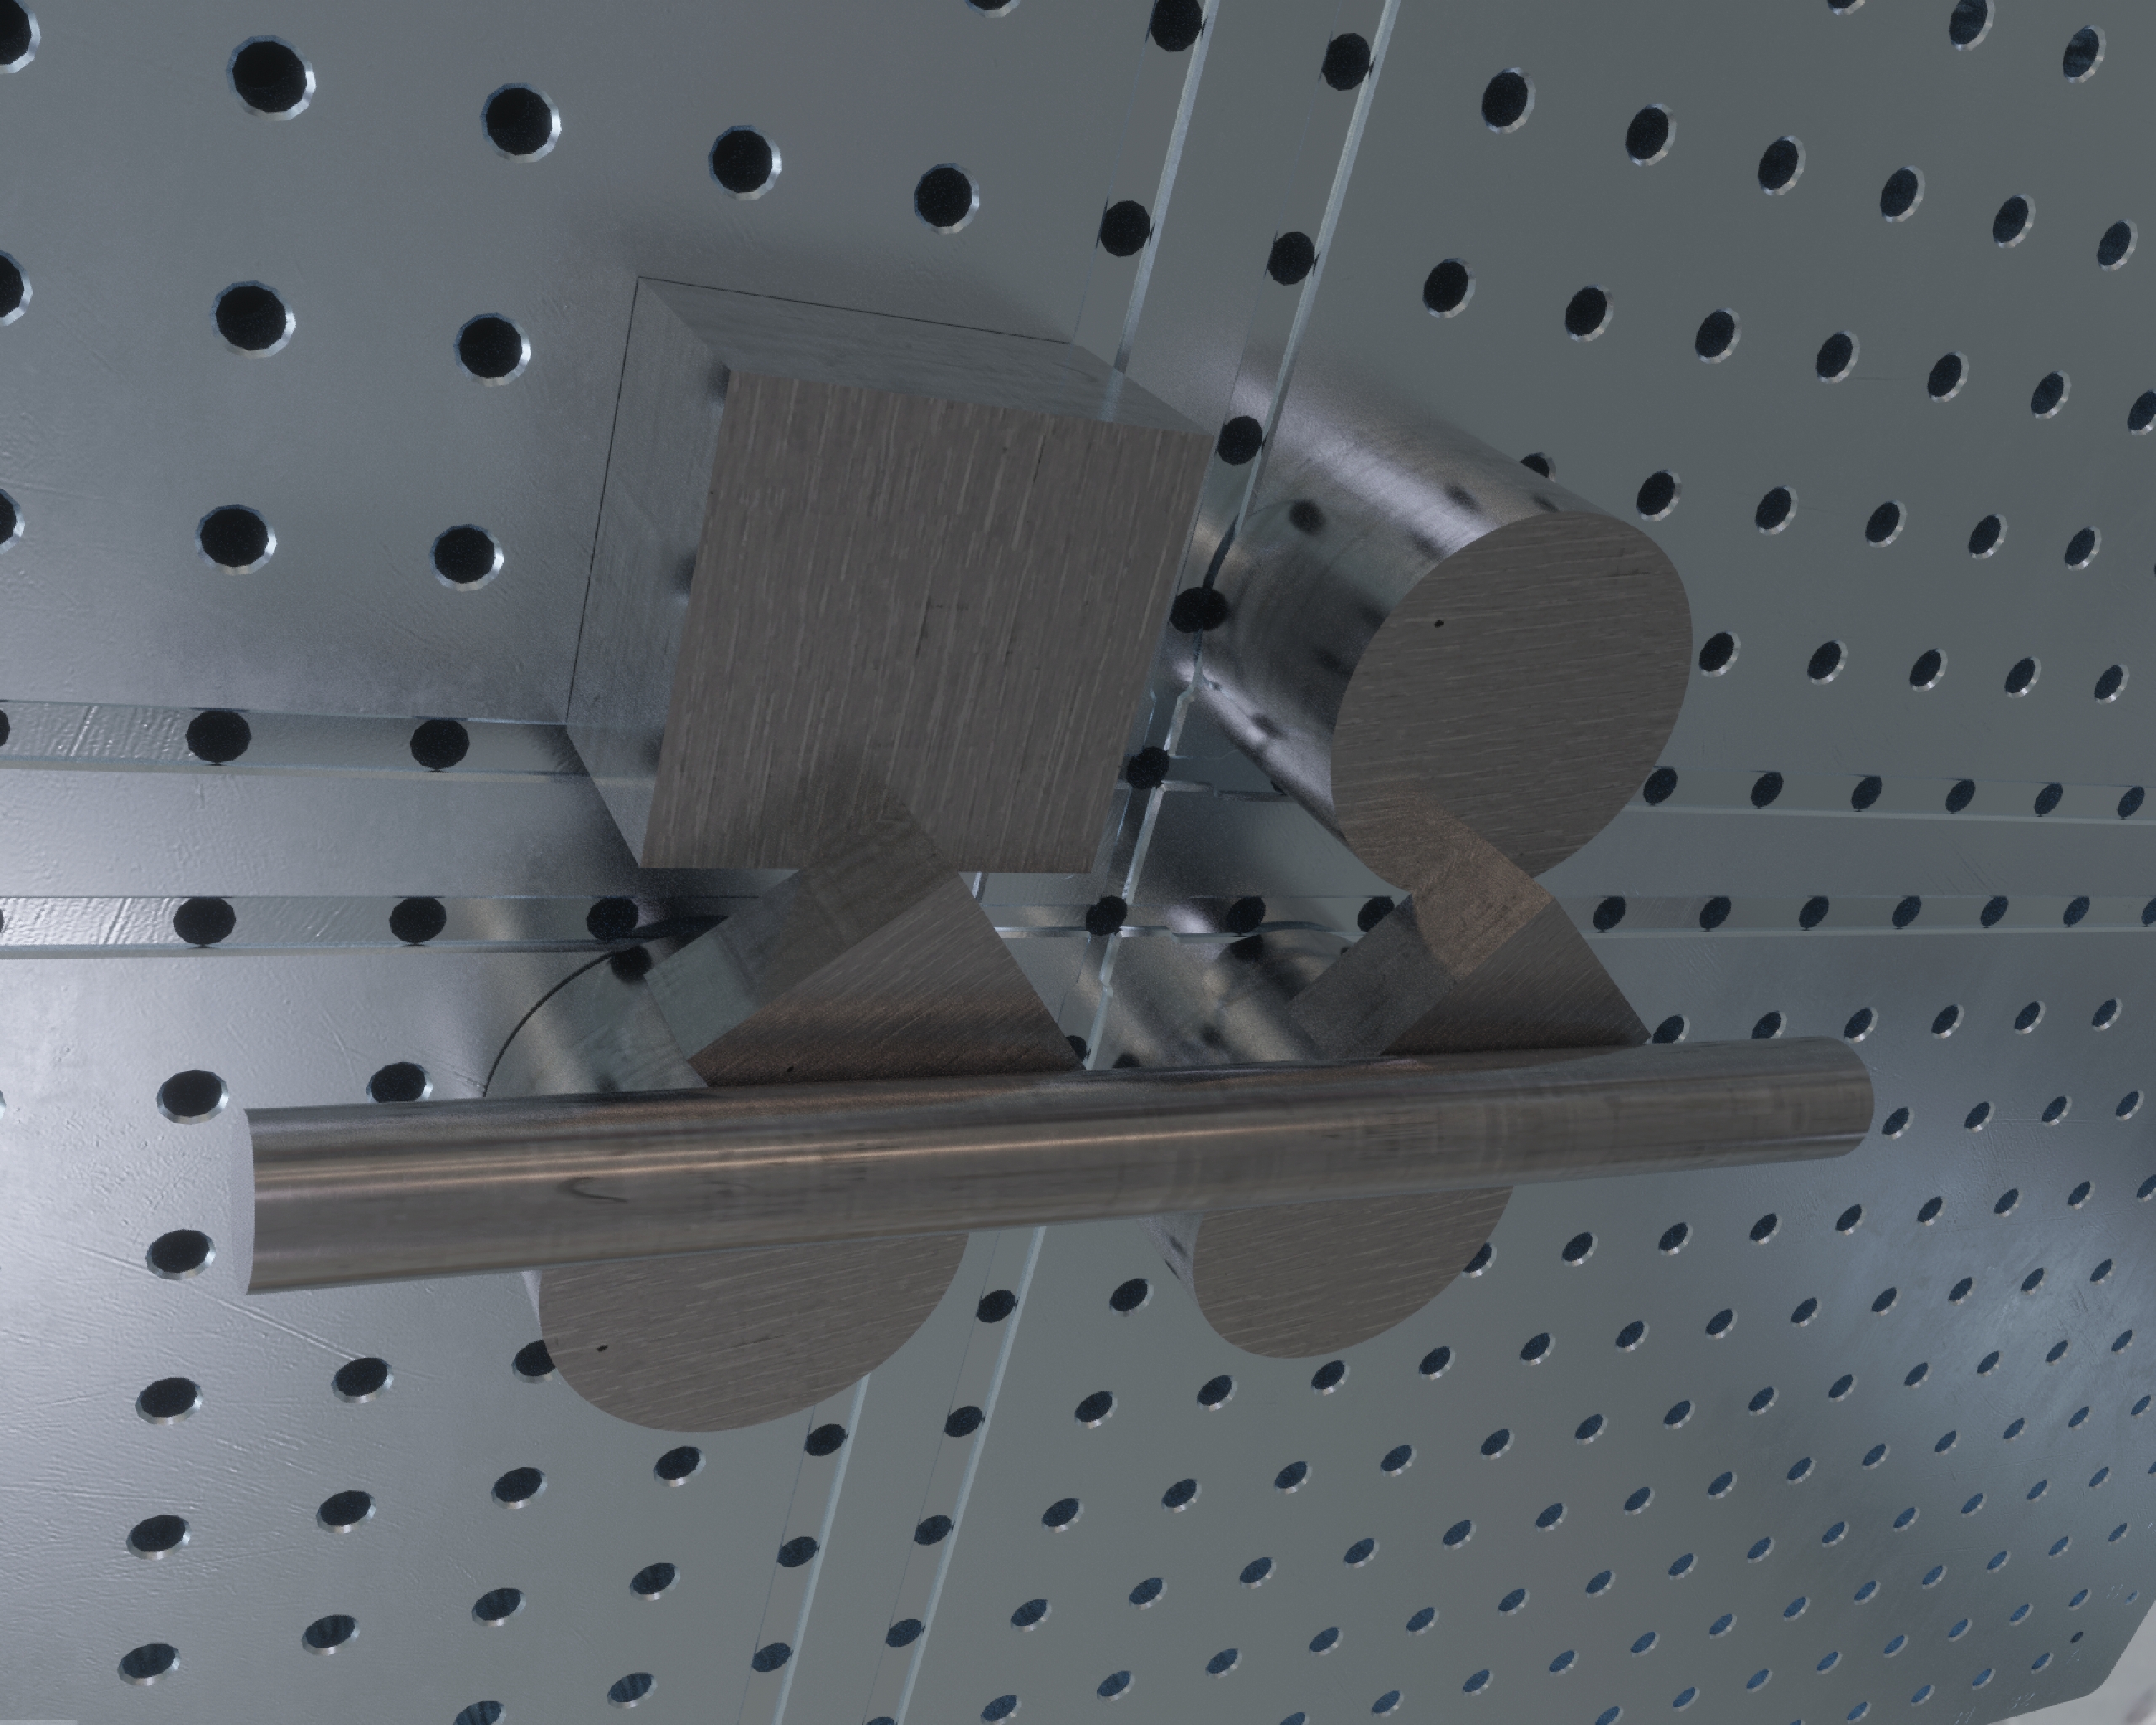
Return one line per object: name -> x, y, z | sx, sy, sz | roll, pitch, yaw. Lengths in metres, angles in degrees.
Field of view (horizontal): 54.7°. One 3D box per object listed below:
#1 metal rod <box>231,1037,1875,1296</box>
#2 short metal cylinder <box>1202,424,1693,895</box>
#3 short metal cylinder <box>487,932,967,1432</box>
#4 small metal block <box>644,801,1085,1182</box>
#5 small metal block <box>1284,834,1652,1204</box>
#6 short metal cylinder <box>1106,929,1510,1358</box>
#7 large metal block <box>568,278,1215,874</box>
metal rod -> 0.020, 0.047, 0.353 | 0.303, 0.025, 0.025 | 1, 118, -29
short metal cylinder -> 0.072, -0.040, 0.409 | 0.081, 0.050, 0.079 | -14, 124, -21
short metal cylinder -> -0.067, 0.060, 0.394 | 0.081, 0.050, 0.079 | -14, 124, -21
small metal block -> -0.034, 0.027, 0.344 | 0.050, 0.025, 0.050 | -35, 129, -6
small metal block -> 0.077, 0.031, 0.408 | 0.050, 0.025, 0.050 | -42, 130, 1
short metal cylinder -> 0.050, 0.062, 0.460 | 0.081, 0.050, 0.079 | -14, 124, -21
large metal block -> -0.034, -0.045, 0.348 | 0.081, 0.050, 0.079 | 1, 118, -29
